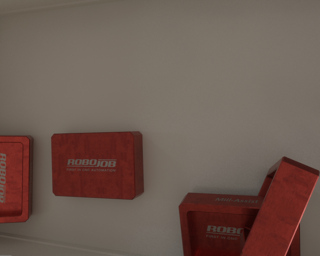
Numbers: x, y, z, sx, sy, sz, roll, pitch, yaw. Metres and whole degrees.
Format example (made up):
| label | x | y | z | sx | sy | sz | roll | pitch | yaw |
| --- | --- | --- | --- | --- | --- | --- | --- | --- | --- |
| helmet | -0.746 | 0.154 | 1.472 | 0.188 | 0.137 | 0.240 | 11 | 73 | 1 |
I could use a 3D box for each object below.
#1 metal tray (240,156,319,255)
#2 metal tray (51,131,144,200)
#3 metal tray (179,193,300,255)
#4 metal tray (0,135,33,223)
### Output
| label | x | y | z | sx | sy | sz | roll | pitch | yaw |
| --- | --- | --- | --- | --- | --- | --- | --- | --- | --- |
| metal tray | 0.111 | 0.081 | 0.306 | 0.030 | 0.130 | 0.090 | 24 | 85 | 18 |
| metal tray | -0.090 | 0.051 | 0.438 | 0.130 | 0.030 | 0.089 | -2 | 89 | 19 |
| metal tray | 0.092 | 0.126 | 0.362 | 0.130 | 0.030 | 0.089 | -2 | 103 | 21 |
| metal tray | -0.243 | 0.076 | 0.468 | 0.091 | 0.030 | 0.129 | 1 | 90 | -13 |
